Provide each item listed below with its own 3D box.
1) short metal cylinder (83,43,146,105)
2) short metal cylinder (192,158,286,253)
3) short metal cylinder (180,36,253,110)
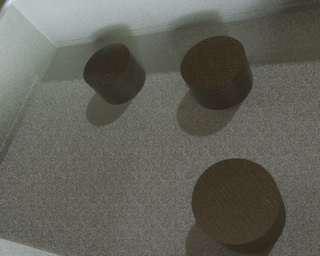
[{"bbox_3d":[-0.069,-0.083,0.477,0.080,0.050,0.080,-13,56,21],"label":"short metal cylinder"},{"bbox_3d":[0.077,0.076,0.302,0.080,0.050,0.080,-13,56,21],"label":"short metal cylinder"},{"bbox_3d":[0.073,-0.070,0.394,0.080,0.050,0.080,-13,56,21],"label":"short metal cylinder"}]
